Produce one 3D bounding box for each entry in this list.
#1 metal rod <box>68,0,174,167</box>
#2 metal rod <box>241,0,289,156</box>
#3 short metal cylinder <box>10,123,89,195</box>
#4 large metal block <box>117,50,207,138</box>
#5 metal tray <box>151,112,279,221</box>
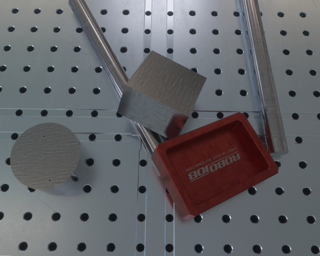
[{"bbox_3d":[-0.060,-0.073,0.437,0.025,0.025,0.299,-27,72,-9],"label":"metal rod"},{"bbox_3d":[0.145,-0.107,0.451,0.025,0.025,0.299,-3,70,-1],"label":"metal rod"},{"bbox_3d":[-0.133,0.039,0.383,0.081,0.050,0.080,0,70,0],"label":"short metal cylinder"},{"bbox_3d":[0.004,-0.042,0.393,0.080,0.050,0.080,27,48,1],"label":"large metal block"},{"bbox_3d":[0.067,0.043,0.378,0.131,0.030,0.090,-21,71,-22],"label":"metal tray"}]
